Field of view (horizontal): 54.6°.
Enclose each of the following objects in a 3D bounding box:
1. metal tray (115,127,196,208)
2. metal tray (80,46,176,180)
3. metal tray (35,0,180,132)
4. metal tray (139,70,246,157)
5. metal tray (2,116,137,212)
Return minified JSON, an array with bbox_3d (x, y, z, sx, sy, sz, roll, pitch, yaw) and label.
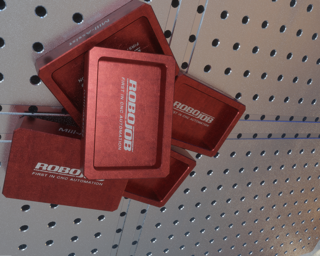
[{"bbox_3d":[-0.022,0.054,0.427,0.131,0.030,0.090,28,103,-38],"label":"metal tray"},{"bbox_3d":[-0.034,-0.014,0.325,0.091,0.030,0.129,2,93,-21],"label":"metal tray"},{"bbox_3d":[-0.052,-0.065,0.337,0.130,0.030,0.090,-34,128,-6],"label":"metal tray"},{"bbox_3d":[0.045,-0.017,0.420,0.131,0.030,0.090,19,109,-36],"label":"metal tray"},{"bbox_3d":[-0.102,0.045,0.358,0.131,0.030,0.089,13,113,-19],"label":"metal tray"}]
